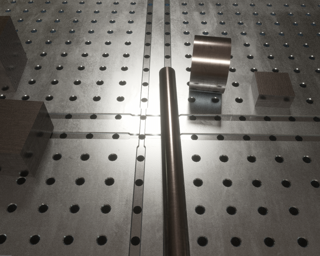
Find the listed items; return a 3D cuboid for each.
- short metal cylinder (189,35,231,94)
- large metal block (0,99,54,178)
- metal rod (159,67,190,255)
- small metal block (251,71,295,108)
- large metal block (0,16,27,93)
[{"bbox_3d":[0.071,-0.092,0.450,0.050,0.080,0.080,6,50,5],"label":"short metal cylinder"},{"bbox_3d":[-0.188,0.011,0.380,0.080,0.050,0.080,4,50,2],"label":"large metal block"},{"bbox_3d":[0.014,0.030,0.382,0.025,0.025,0.300,-1,50,-1],"label":"metal rod"},{"bbox_3d":[0.165,-0.057,0.458,0.050,0.025,0.050,3,50,2],"label":"small metal block"},{"bbox_3d":[-0.244,-0.109,0.460,0.050,0.080,0.080,-2,50,-2],"label":"large metal block"}]
